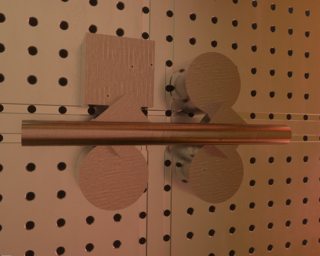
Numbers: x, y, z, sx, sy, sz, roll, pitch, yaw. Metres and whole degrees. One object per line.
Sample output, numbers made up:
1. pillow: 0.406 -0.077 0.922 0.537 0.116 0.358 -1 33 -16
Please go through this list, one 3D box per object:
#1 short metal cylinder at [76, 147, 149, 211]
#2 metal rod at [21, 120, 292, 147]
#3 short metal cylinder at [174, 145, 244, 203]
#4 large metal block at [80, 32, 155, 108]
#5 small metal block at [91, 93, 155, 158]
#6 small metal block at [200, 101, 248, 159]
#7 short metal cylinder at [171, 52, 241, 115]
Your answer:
1. short metal cylinder: -0.060 0.054 0.376 0.081 0.050 0.080 0 90 -20
2. metal rod: 0.015 0.006 0.338 0.302 0.025 0.025 1 90 -20
3. short metal cylinder: 0.066 0.057 0.424 0.081 0.050 0.080 0 90 -20
4. large metal block: -0.053 -0.065 0.379 0.081 0.050 0.080 1 90 -20
5. small metal block: -0.043 -0.003 0.344 0.050 0.025 0.050 -42 103 -15
6. small metal block: 0.077 0.003 0.388 0.050 0.025 0.050 42 77 -15
7. short metal cylinder: 0.061 -0.058 0.422 0.081 0.050 0.080 0 90 -20
